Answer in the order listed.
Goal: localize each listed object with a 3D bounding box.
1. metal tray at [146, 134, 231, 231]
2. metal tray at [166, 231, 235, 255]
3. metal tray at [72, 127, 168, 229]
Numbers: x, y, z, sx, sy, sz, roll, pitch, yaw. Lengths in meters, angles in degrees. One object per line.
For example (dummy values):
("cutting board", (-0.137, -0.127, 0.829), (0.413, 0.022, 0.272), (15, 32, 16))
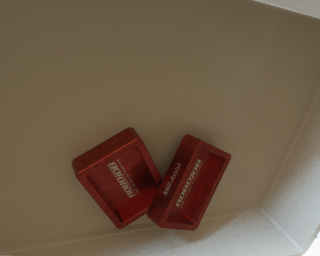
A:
("metal tray", (0.045, 0.082, 0.452), (0.090, 0.030, 0.129), (25, 90, -46))
("metal tray", (0.074, 0.251, 0.603), (0.131, 0.030, 0.089), (4, 116, -31))
("metal tray", (-0.048, 0.072, 0.423), (0.090, 0.030, 0.130), (-31, 129, -8))
